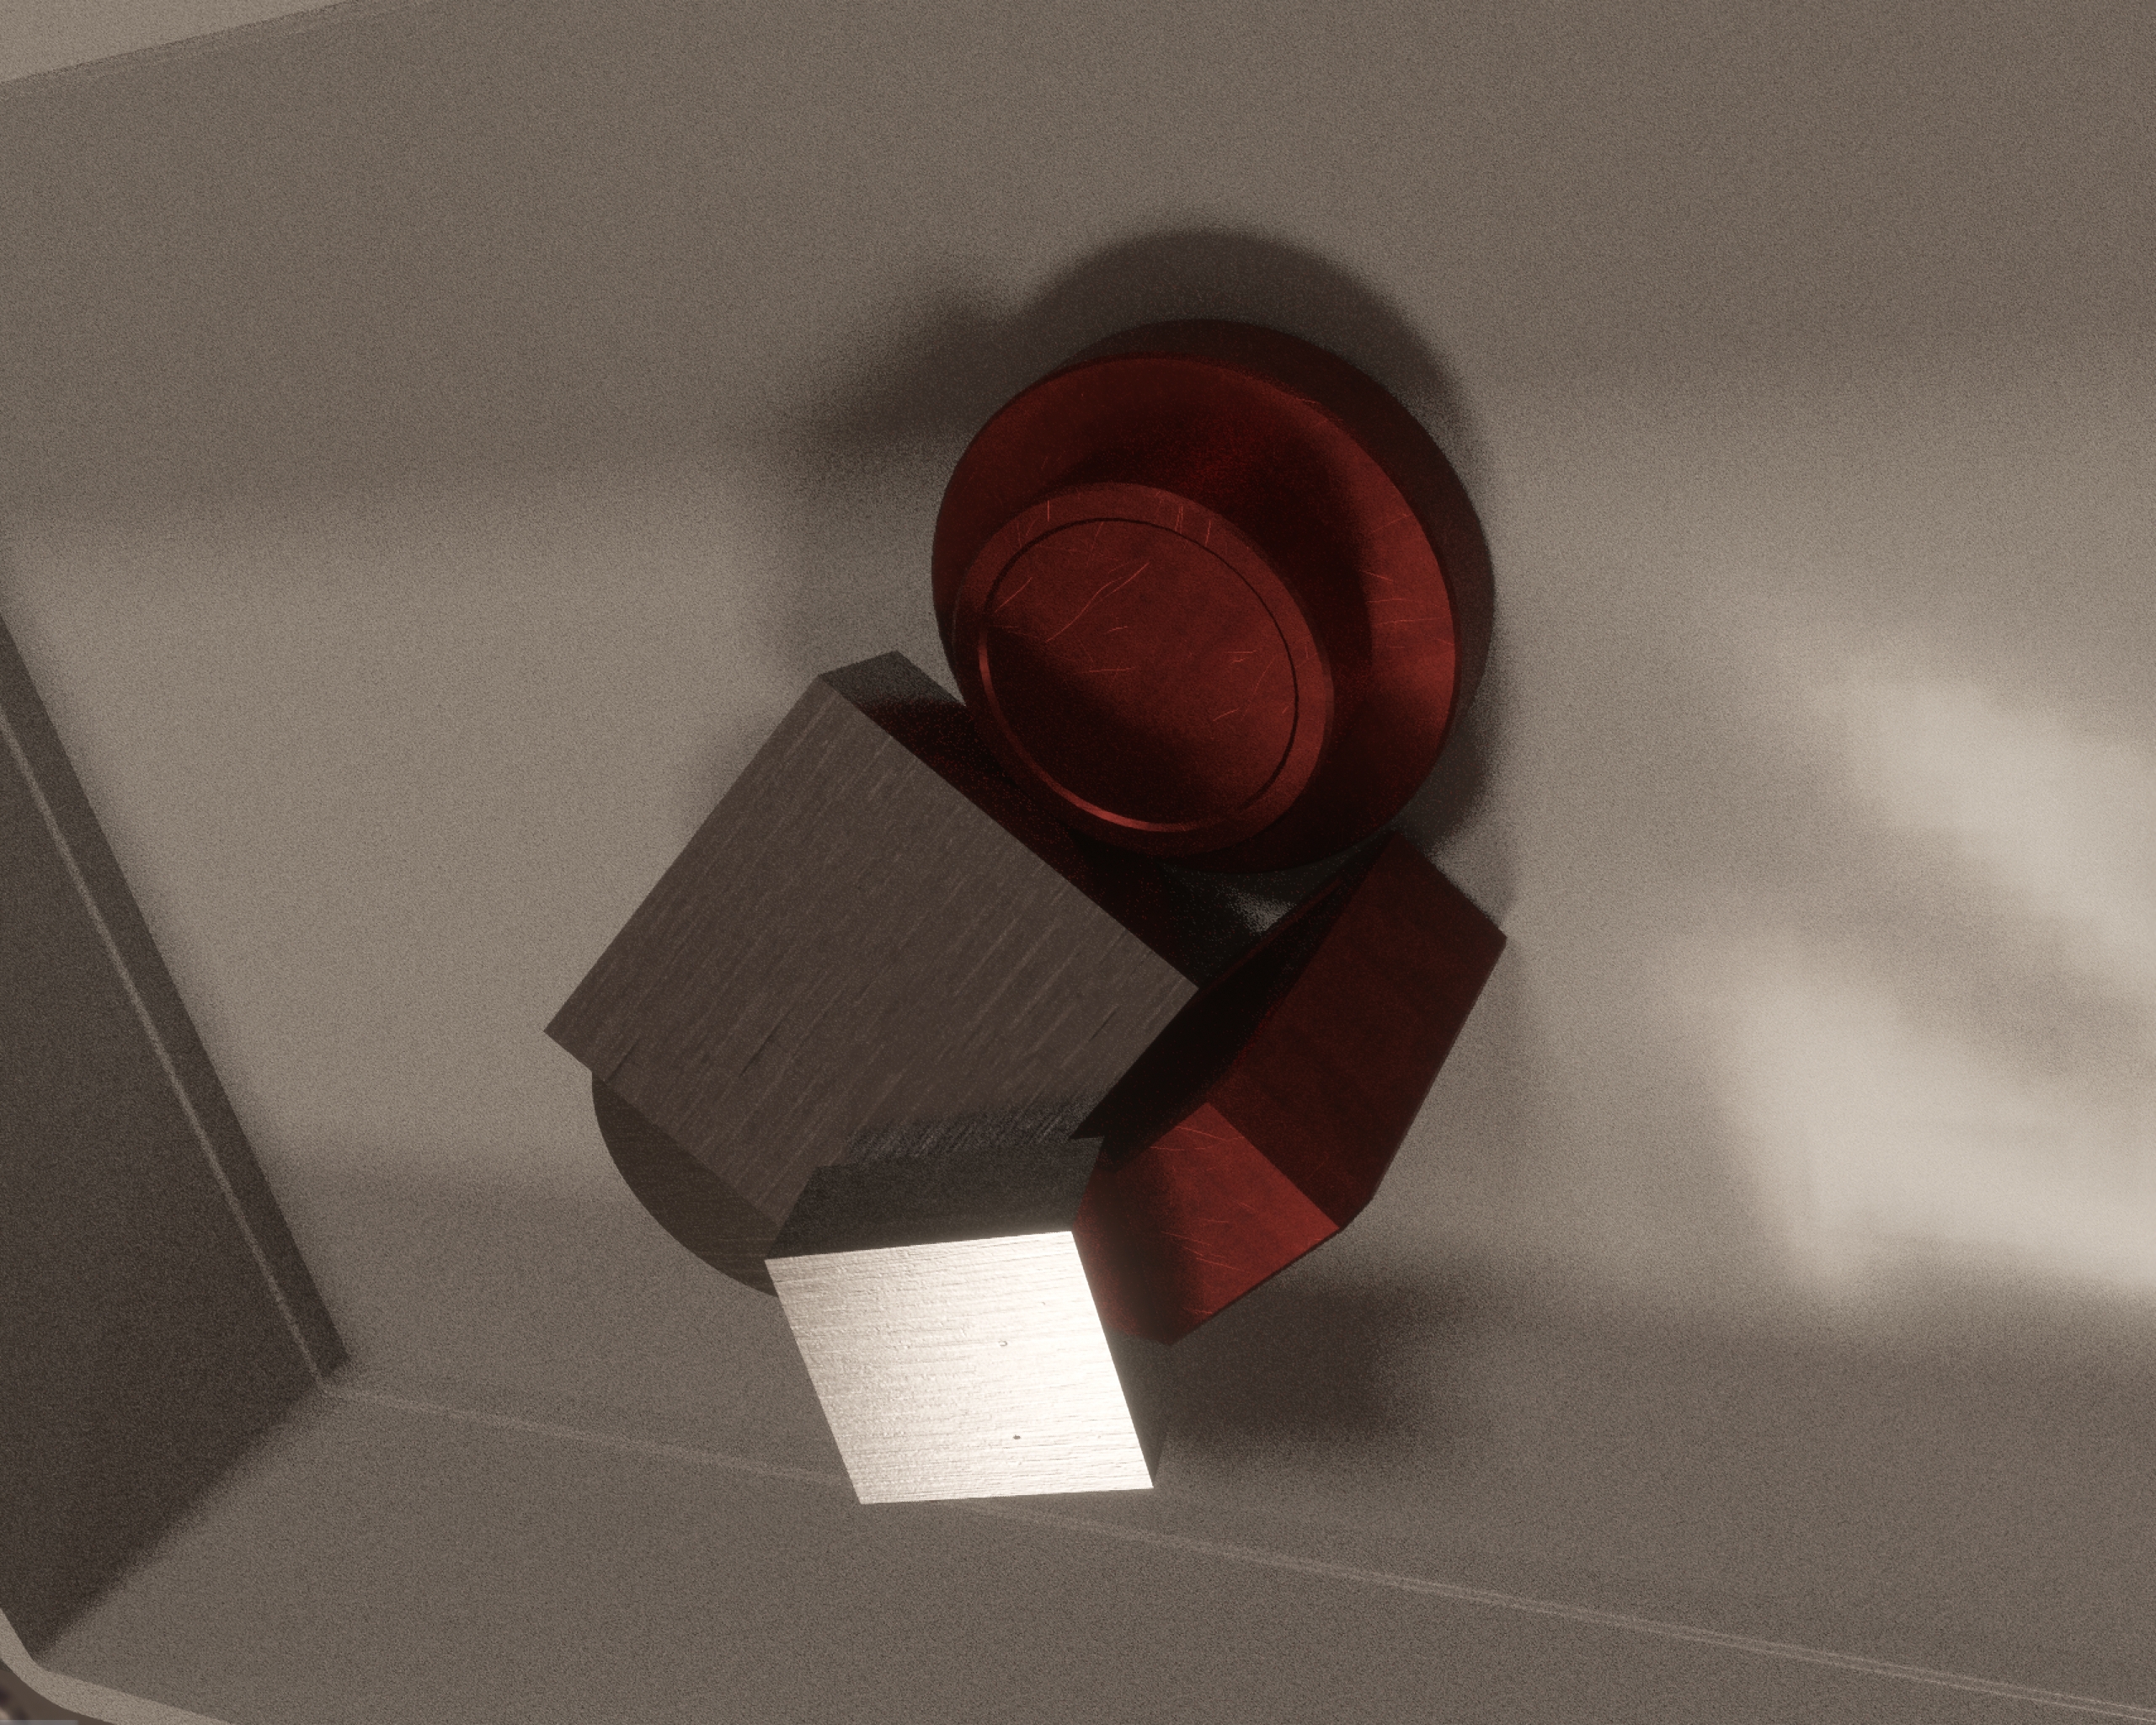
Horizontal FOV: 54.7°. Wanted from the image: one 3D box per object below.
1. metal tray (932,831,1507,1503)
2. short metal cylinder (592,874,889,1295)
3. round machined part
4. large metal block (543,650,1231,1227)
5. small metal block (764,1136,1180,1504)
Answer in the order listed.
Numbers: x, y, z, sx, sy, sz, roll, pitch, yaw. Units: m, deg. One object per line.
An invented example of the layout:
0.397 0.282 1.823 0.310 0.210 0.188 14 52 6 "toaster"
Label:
0.015 0.058 0.390 0.030 0.090 0.129 45 129 -2 "metal tray"
-0.055 0.047 0.447 0.080 0.050 0.079 13 124 20 "short metal cylinder"
0.018 -0.040 0.360 0.098 0.042 0.097 13 124 20 "round machined part"
-0.032 0.020 0.372 0.080 0.050 0.080 40 104 1 "large metal block"
-0.016 0.074 0.336 0.050 0.025 0.050 -9 114 17 "small metal block"
